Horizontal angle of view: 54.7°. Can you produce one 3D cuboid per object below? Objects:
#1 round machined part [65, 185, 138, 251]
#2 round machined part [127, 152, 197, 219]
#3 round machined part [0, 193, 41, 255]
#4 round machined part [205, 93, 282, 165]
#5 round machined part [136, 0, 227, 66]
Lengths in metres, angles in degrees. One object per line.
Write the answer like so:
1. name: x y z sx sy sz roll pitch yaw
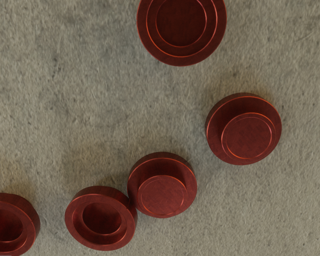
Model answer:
1. round machined part: -0.080 0.122 0.440 0.099 0.042 0.097 2 113 6
2. round machined part: 0.003 0.086 0.433 0.099 0.042 0.097 0 110 -1
3. round machined part: -0.222 0.135 0.447 0.099 0.042 0.097 0 110 -1
4. round machined part: 0.111 0.006 0.405 0.099 0.042 0.097 0 110 -1
5. round machined part: 0.023 -0.123 0.356 0.099 0.042 0.097 0 110 -1
